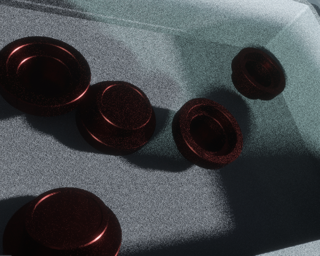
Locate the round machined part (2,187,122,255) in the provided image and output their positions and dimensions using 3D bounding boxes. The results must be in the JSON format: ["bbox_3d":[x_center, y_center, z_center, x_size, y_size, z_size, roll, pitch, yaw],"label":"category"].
[{"bbox_3d":[-0.082,0.090,0.270,0.099,0.042,0.098,12,29,-7],"label":"round machined part"}]

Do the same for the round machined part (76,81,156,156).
[{"bbox_3d":[-0.049,-0.019,0.379,0.099,0.042,0.098,14,56,-21],"label":"round machined part"}]

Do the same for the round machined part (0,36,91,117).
[{"bbox_3d":[-0.132,-0.054,0.353,0.099,0.042,0.098,11,56,-17],"label":"round machined part"}]

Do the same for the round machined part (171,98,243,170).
[{"bbox_3d":[0.059,0.011,0.420,0.099,0.042,0.098,14,56,-21],"label":"round machined part"}]

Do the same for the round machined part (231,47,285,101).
[{"bbox_3d":[0.164,-0.088,0.536,0.099,0.042,0.098,14,56,-21],"label":"round machined part"}]
